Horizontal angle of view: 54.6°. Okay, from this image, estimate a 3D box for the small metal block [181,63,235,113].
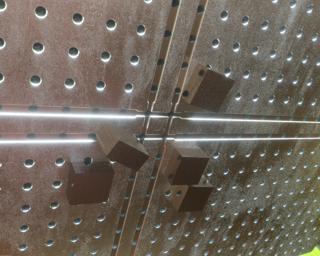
[{"bbox_3d":[0.064,-0.052,0.413,0.050,0.025,0.050,15,111,-34],"label":"small metal block"}]

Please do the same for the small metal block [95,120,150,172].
[{"bbox_3d":[-0.047,0.022,0.382,0.050,0.050,0.025,32,100,-38],"label":"small metal block"}]

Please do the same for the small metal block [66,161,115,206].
[{"bbox_3d":[-0.092,0.071,0.405,0.050,0.025,0.050,2,117,-30],"label":"small metal block"}]

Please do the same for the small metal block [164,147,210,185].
[{"bbox_3d":[0.040,0.058,0.468,0.050,0.025,0.050,6,116,-31],"label":"small metal block"}]

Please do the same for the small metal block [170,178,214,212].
[{"bbox_3d":[0.052,0.109,0.506,0.050,0.025,0.050,7,115,-32],"label":"small metal block"}]
